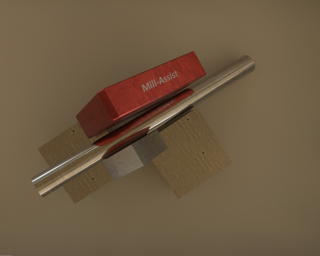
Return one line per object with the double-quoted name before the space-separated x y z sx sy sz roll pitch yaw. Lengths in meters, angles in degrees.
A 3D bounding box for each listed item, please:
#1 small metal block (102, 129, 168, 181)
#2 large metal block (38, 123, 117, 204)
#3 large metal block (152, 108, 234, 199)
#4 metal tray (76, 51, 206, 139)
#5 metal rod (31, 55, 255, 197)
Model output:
"small metal block" -0.027 0.030 0.349 0.050 0.050 0.025 -30 90 36
"large metal block" -0.090 0.036 0.394 0.080 0.050 0.080 -34 90 0
"large metal block" 0.033 0.031 0.398 0.080 0.050 0.080 -34 90 0
"metal tray" -0.021 -0.037 0.350 0.131 0.090 0.030 -30 92 -32
"metal rod" -0.007 -0.011 0.373 0.302 0.025 0.025 -31 90 -16
